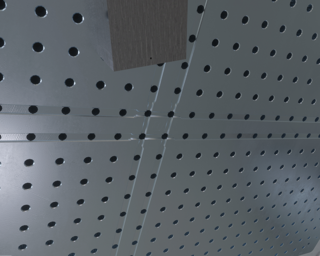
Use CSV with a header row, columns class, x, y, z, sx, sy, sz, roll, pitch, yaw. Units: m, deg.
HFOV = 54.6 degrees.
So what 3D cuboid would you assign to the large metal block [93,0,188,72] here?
class,x,y,z,sx,sy,sz,roll,pitch,yaw
large metal block,-0.020,-0.110,0.316,0.081,0.050,0.080,-14,124,-20
